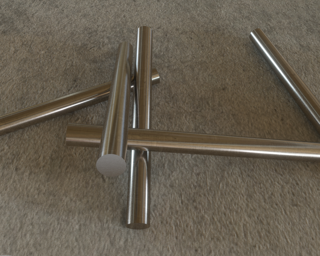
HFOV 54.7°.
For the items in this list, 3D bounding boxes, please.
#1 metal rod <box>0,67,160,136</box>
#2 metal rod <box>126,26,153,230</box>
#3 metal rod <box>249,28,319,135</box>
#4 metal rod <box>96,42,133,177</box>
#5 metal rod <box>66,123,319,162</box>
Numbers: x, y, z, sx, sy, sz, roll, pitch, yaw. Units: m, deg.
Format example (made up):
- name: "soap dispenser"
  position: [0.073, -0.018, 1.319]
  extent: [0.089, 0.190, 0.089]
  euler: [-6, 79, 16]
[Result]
- name: "metal rod"
  position: [-0.141, -0.028, 0.424]
  extent: [0.302, 0.025, 0.025]
  euler: [-21, 53, -17]
- name: "metal rod"
  position: [-0.023, -0.024, 0.400]
  extent: [0.025, 0.025, 0.299]
  euler: [0, 57, 0]
- name: "metal rod"
  position: [0.203, -0.052, 0.449]
  extent: [0.025, 0.025, 0.300]
  euler: [-10, 51, -9]
- name: "metal rod"
  position: [-0.049, -0.050, 0.387]
  extent: [0.025, 0.025, 0.300]
  euler: [-2, 33, -2]
- name: "metal rod"
  position: [0.050, 0.018, 0.357]
  extent: [0.302, 0.025, 0.025]
  euler: [5, 50, -9]
